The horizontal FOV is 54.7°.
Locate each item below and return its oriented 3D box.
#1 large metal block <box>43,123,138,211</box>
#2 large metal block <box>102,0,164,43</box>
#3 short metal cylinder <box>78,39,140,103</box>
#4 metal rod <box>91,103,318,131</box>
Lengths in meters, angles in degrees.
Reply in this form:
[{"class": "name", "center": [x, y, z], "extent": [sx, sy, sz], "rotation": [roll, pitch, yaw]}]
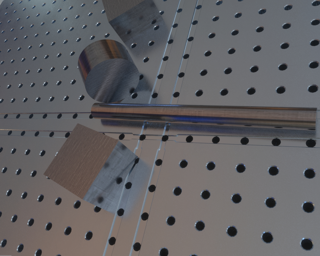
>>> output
[{"class": "large metal block", "center": [-0.090, 0.049, 0.407], "extent": [0.080, 0.050, 0.080], "rotation": [20, 72, 35]}, {"class": "large metal block", "center": [-0.050, -0.211, 0.546], "extent": [0.080, 0.050, 0.080], "rotation": [-27, 53, 10]}, {"class": "short metal cylinder", "center": [-0.077, -0.084, 0.463], "extent": [0.080, 0.080, 0.050], "rotation": [-33, 52, 7]}, {"class": "metal rod", "center": [0.034, -0.018, 0.399], "extent": [0.300, 0.025, 0.025], "rotation": [4, 64, 29]}]
